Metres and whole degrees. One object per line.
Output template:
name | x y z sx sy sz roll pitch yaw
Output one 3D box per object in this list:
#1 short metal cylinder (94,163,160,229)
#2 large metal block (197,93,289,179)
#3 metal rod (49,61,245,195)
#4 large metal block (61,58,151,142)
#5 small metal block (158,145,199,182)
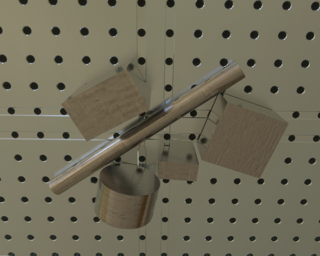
short metal cylinder | -0.044 0.089 0.416 0.081 0.080 0.050 11 110 -5
large metal block | 0.103 0.009 0.402 0.080 0.050 0.079 18 109 -7
metal rod | -0.025 0.005 0.414 0.300 0.025 0.025 -32 107 11
large metal block | -0.059 -0.037 0.370 0.080 0.080 0.050 -27 108 9
small metal block | 0.023 0.047 0.418 0.050 0.050 0.025 5 110 -2
